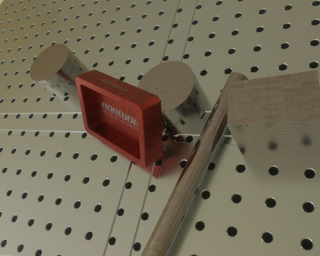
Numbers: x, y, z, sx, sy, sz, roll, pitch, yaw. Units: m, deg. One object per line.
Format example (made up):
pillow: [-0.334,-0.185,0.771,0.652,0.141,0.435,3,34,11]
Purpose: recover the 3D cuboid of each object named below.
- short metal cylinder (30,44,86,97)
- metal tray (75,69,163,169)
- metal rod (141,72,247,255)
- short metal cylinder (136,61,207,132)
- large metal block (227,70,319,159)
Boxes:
short metal cylinder: [-0.179,-0.101,0.545,0.080,0.050,0.080,-13,57,20]
metal tray: [-0.054,-0.015,0.401,0.130,0.089,0.030,27,42,36]
metal rod: [0.032,0.063,0.351,0.025,0.025,0.300,17,70,34]
short metal cylinder: [0.015,-0.041,0.408,0.080,0.050,0.080,-13,57,21]
large metal block: [0.119,-0.009,0.315,0.080,0.080,0.050,-5,60,25]
